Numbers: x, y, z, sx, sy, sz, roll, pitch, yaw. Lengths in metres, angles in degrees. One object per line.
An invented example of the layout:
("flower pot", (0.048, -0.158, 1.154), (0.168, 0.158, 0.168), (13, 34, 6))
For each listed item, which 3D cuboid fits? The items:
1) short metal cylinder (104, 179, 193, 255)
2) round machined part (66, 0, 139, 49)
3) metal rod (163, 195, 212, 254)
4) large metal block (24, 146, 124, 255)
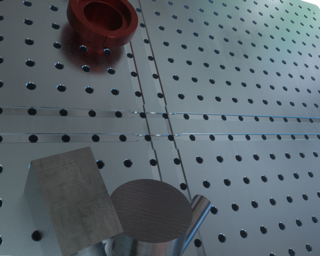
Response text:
("short metal cylinder", (-0.013, 0.096, 0.305), (0.081, 0.050, 0.080), (8, 31, -5))
("round machined part", (-0.084, -0.153, 0.445), (0.099, 0.042, 0.098), (14, 56, -21))
("metal rod", (-0.030, 0.174, 0.285), (0.025, 0.025, 0.302), (44, 51, 2))
("large metal block", (-0.083, 0.074, 0.283), (0.050, 0.080, 0.080), (-14, 69, -34))
